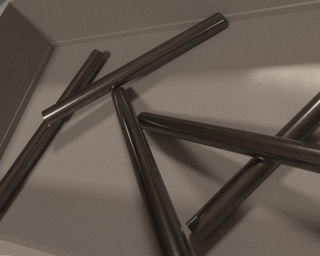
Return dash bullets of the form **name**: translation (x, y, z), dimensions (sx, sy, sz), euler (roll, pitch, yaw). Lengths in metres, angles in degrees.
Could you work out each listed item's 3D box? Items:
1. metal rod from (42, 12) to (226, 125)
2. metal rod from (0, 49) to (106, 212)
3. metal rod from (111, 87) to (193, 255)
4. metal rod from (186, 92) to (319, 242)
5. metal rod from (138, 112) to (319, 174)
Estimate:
- **metal rod**: translation (-0.042, -0.087, 0.465), dimensions (0.301, 0.025, 0.025), euler (-28, 52, 4)
- **metal rod**: translation (-0.178, -0.003, 0.498), dimensions (0.025, 0.025, 0.300), euler (20, 72, 35)
- **metal rod**: translation (-0.023, 0.028, 0.347), dimensions (0.025, 0.025, 0.300), euler (-34, 35, 6)
- **metal rod**: translation (0.144, 0.004, 0.327), dimensions (0.300, 0.025, 0.025), euler (-44, 51, -3)
- **metal rod**: translation (0.085, 0.015, 0.322), dimensions (0.300, 0.025, 0.025), euler (13, 68, 42)
